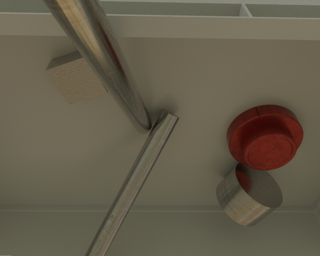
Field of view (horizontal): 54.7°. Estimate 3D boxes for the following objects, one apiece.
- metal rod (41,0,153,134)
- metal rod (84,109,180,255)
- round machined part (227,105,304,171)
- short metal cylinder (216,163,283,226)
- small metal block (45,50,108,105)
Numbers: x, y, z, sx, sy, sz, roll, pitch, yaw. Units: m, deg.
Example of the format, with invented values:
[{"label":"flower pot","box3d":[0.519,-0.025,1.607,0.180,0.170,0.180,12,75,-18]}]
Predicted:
[{"label":"metal rod","box3d":[-0.034,-0.039,0.264,0.025,0.025,0.300,-5,166,4]},{"label":"metal rod","box3d":[-0.055,0.112,0.419,0.025,0.025,0.299,25,99,-20]},{"label":"round machined part","box3d":[0.143,0.020,0.417,0.099,0.042,0.097,-1,130,0]},{"label":"short metal cylinder","box3d":[0.131,0.096,0.457,0.080,0.080,0.050,20,127,-17]},{"label":"small metal block","box3d":[-0.093,-0.060,0.357,0.050,0.025,0.050,-16,129,12]}]
